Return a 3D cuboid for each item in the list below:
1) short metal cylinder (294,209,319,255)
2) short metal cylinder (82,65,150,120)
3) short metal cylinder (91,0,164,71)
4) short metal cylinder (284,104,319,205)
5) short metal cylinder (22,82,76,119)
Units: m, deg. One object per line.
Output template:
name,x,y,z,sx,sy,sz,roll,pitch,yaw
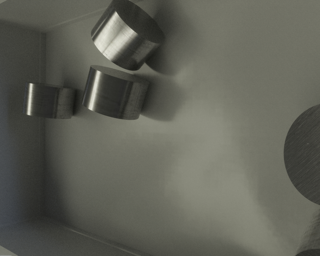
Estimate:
short metal cylinder,0.152,0.108,0.244,0.080,0.050,0.079,23,132,29
short metal cylinder,-0.060,-0.049,0.418,0.080,0.081,0.050,29,108,36
short metal cylinder,-0.041,-0.121,0.403,0.050,0.081,0.080,-43,64,31
short metal cylinder,0.150,0.022,0.248,0.080,0.050,0.080,-17,71,61
short metal cylinder,-0.186,-0.047,0.521,0.080,0.081,0.050,15,100,38
